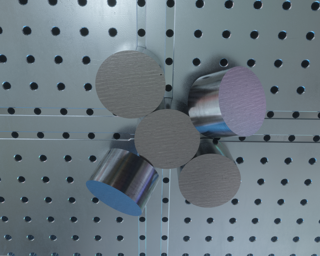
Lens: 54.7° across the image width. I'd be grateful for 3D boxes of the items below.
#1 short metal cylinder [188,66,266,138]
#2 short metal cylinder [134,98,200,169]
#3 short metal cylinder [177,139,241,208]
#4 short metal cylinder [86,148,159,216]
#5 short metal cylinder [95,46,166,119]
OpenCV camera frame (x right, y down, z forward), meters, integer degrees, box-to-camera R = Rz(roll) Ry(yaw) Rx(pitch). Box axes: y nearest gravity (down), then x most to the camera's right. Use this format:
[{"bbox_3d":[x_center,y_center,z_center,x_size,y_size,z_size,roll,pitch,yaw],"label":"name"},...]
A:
[{"bbox_3d":[0.080,-0.029,0.369,0.081,0.050,0.080,3,85,-35],"label":"short metal cylinder"},{"bbox_3d":[0.009,0.006,0.402,0.081,0.050,0.079,0,110,-1],"label":"short metal cylinder"},{"bbox_3d":[0.064,0.061,0.423,0.081,0.050,0.079,0,110,-1],"label":"short metal cylinder"},{"bbox_3d":[-0.048,0.071,0.404,0.080,0.050,0.080,21,147,15],"label":"short metal cylinder"},{"bbox_3d":[-0.034,-0.057,0.378,0.081,0.050,0.079,0,110,-1],"label":"short metal cylinder"}]
